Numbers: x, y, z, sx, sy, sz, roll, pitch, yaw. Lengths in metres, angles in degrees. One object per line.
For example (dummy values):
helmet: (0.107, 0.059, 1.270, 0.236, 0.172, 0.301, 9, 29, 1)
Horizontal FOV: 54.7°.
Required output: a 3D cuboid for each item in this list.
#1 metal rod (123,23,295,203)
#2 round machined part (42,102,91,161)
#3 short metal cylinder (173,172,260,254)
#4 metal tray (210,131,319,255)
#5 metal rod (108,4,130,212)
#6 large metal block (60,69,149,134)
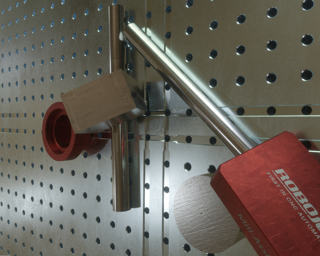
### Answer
metal rod: (0.043, -0.035, 0.372, 0.300, 0.025, 0.025, 51, 120, 27)
round machined part: (-0.153, 0.006, 0.522, 0.098, 0.042, 0.097, 0, 90, 39)
short metal cylinder: (0.062, 0.089, 0.341, 0.080, 0.050, 0.079, 0, 90, 39)
metal tray: (0.117, 0.074, 0.268, 0.130, 0.091, 0.030, 57, 156, 24)
metal rod: (-0.060, -0.029, 0.456, 0.025, 0.025, 0.298, -2, 88, 39)
large metal block: (-0.068, -0.031, 0.403, 0.080, 0.080, 0.050, -22, 86, 7)
